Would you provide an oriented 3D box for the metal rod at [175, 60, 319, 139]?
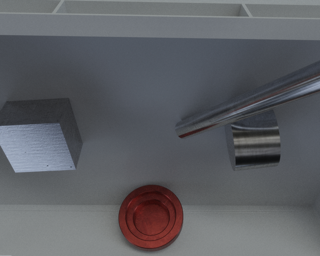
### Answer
[{"bbox_3d":[0.105,-0.030,0.289,0.025,0.025,0.299,27,155,-22],"label":"metal rod"}]

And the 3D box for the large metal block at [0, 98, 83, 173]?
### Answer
[{"bbox_3d":[-0.153,0.010,0.399,0.080,0.050,0.079,-3,130,2],"label":"large metal block"}]

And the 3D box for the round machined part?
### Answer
[{"bbox_3d":[-0.013,0.143,0.486,0.099,0.098,0.042,-3,147,2],"label":"round machined part"}]

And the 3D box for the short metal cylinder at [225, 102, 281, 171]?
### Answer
[{"bbox_3d":[0.112,0.011,0.384,0.050,0.080,0.080,-7,130,6],"label":"short metal cylinder"}]
